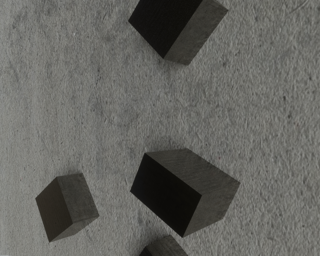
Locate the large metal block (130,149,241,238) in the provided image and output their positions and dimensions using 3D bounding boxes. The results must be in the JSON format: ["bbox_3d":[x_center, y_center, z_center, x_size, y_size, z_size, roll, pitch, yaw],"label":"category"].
[{"bbox_3d":[0.029,0.066,0.346,0.080,0.081,0.050,33,111,35],"label":"large metal block"}]

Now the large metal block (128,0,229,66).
[{"bbox_3d":[0.019,-0.135,0.373,0.080,0.050,0.080,52,120,27],"label":"large metal block"}]

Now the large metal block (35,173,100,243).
[{"bbox_3d":[-0.157,0.132,0.518,0.080,0.050,0.080,-41,65,32],"label":"large metal block"}]

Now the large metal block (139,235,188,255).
[{"bbox_3d":[0.005,0.197,0.385,0.080,0.050,0.080,45,117,31],"label":"large metal block"}]
